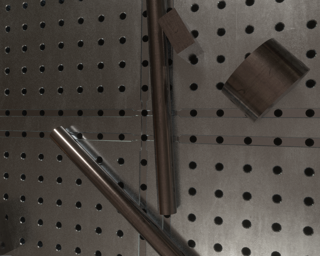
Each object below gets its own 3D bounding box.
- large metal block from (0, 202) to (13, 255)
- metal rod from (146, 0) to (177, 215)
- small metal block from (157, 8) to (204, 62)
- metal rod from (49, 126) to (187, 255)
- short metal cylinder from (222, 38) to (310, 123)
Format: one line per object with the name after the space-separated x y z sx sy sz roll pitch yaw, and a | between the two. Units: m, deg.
-0.296 0.173 0.501 0.080 0.050 0.080 -16 85 19 | large metal block
0.001 -0.037 0.411 0.025 0.025 0.298 -4 89 19 | metal rod
0.027 -0.115 0.389 0.025 0.050 0.050 -31 80 17 | small metal block
-0.049 0.106 0.428 0.300 0.025 0.025 43 103 14 | metal rod
0.115 -0.051 0.343 0.080 0.080 0.050 -46 76 14 | short metal cylinder
